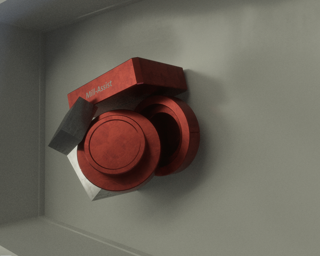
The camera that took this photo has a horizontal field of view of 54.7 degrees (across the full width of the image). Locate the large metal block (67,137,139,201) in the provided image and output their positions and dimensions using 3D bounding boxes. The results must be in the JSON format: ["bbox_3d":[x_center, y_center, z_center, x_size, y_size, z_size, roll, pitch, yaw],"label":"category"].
[{"bbox_3d":[-0.067,0.045,0.423,0.050,0.081,0.080,-51,60,27],"label":"large metal block"}]

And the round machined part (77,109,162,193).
[{"bbox_3d":[-0.048,0.023,0.356,0.099,0.042,0.098,-1,72,4],"label":"round machined part"}]

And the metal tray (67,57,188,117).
[{"bbox_3d":[-0.043,-0.045,0.395,0.130,0.091,0.030,-19,79,38],"label":"metal tray"}]

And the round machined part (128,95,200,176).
[{"bbox_3d":[0.009,0.009,0.386,0.098,0.042,0.097,0,90,39],"label":"round machined part"}]

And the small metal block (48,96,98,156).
[{"bbox_3d":[-0.103,-0.002,0.367,0.050,0.025,0.050,-37,28,47],"label":"small metal block"}]
